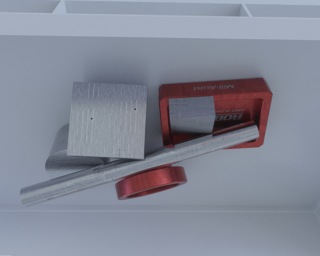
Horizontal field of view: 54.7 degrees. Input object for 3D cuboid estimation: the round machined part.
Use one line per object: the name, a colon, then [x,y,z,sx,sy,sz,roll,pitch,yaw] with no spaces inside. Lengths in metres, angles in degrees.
round machined part: [-0.015,0.067,0.432,0.099,0.042,0.098,-14,164,-4]

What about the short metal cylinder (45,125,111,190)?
short metal cylinder: [-0.108,0.040,0.422,0.081,0.050,0.079,0,130,0]

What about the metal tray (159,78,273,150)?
metal tray: [0.067,-0.014,0.392,0.131,0.030,0.089,-4,130,2]

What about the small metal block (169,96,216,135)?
small metal block: [0.037,-0.014,0.368,0.050,0.025,0.050,-3,156,3]

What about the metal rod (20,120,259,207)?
metal rod: [-0.024,0.044,0.390,0.302,0.025,0.025,-16,129,-1]

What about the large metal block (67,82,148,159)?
large metal block: [-0.056,-0.006,0.355,0.081,0.080,0.050,3,172,-2]
